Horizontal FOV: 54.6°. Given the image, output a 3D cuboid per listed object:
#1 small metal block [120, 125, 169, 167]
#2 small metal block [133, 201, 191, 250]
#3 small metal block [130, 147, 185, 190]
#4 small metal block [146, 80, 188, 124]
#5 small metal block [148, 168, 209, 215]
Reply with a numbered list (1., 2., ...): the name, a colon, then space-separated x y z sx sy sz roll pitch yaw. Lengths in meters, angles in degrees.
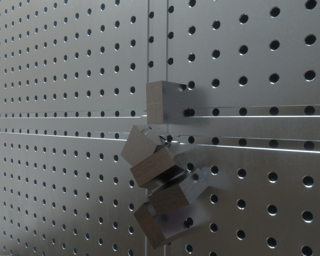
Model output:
1. small metal block: -0.022 0.030 0.429 0.050 0.025 0.050 38 113 33
2. small metal block: 0.003 0.118 0.392 0.025 0.050 0.050 -52 60 28
3. small metal block: -0.002 0.052 0.384 0.050 0.050 0.025 -33 67 7
4. small metal block: 0.010 -0.030 0.386 0.025 0.050 0.050 -3 88 40
5. small metal block: 0.022 0.076 0.372 0.050 0.050 0.025 -29 88 36
